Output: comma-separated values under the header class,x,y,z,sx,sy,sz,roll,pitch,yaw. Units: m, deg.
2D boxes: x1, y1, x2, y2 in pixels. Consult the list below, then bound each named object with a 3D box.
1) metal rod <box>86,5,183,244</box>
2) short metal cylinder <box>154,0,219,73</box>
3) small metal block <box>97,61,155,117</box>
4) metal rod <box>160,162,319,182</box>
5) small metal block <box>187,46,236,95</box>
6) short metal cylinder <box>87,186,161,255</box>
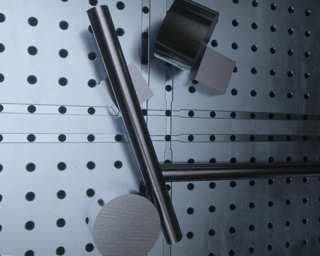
class,x,y,z,sx,sy,sz,roll,pitch,yaw
metal rod,-0.027,0.005,0.378,0.025,0.025,0.298,-21,101,-19
short metal cylinder,0.033,-0.116,0.388,0.050,0.080,0.080,27,81,6
small metal block,-0.044,-0.049,0.396,0.050,0.025,0.050,-36,102,-16
metal rod,0.139,0.064,0.463,0.302,0.025,0.025,2,90,-20
small metal block,0.073,-0.080,0.439,0.050,0.025,0.050,22,83,-19
short metal cylinder,-0.046,0.116,0.383,0.081,0.050,0.079,0,90,-20
